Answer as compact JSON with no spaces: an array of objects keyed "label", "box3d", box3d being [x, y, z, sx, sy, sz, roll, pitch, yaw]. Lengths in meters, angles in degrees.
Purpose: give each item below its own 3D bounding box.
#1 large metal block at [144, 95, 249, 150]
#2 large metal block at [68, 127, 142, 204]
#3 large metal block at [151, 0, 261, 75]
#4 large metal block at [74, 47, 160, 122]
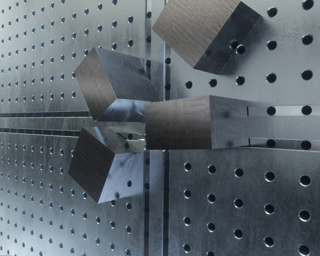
[{"label":"large metal block","box3d":[0.041,-0.004,0.338,0.080,0.081,0.050,-4,88,39]},{"label":"large metal block","box3d":[-0.084,0.052,0.460,0.080,0.050,0.079,33,110,34]},{"label":"large metal block","box3d":[0.050,-0.120,0.351,0.080,0.050,0.080,50,119,28]},{"label":"large metal block","box3d":[-0.057,-0.055,0.418,0.050,0.081,0.080,-39,66,33]}]
